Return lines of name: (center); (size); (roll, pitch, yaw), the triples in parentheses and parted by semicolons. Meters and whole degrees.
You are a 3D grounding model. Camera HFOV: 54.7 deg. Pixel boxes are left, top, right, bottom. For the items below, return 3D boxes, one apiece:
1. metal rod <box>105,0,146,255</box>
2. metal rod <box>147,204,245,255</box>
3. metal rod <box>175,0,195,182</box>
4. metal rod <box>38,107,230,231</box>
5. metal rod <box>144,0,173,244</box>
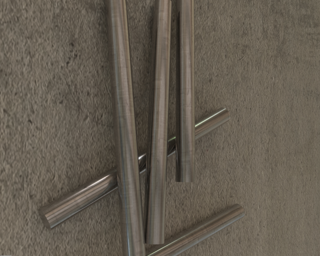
metal rod: (-0.040, -0.010, 0.347); (0.025, 0.025, 0.298); (0, 83, -40)
metal rod: (0.015, 0.162, 0.417); (0.302, 0.025, 0.025); (-12, 98, -39)
metal rod: (0.034, -0.080, 0.412); (0.025, 0.025, 0.298); (8, 79, -40)
metal rod: (-0.007, 0.035, 0.398); (0.302, 0.025, 0.025); (-28, 108, -37)
metal rod: (-0.002, -0.017, 0.378); (0.025, 0.025, 0.299); (12, 75, -40)
